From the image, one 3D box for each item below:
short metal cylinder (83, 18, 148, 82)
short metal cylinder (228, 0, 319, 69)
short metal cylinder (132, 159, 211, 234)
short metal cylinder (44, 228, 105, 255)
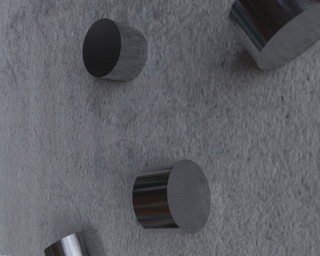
[{"bbox_3d":[-0.064,-0.109,0.439,0.080,0.050,0.079,0,90,39],"label":"short metal cylinder"},{"bbox_3d":[0.109,-0.099,0.278,0.080,0.081,0.050,-42,65,32],"label":"short metal cylinder"},{"bbox_3d":[0.015,0.079,0.355,0.050,0.081,0.080,-16,80,39],"label":"short metal cylinder"},{"bbox_3d":[-0.129,0.196,0.473,0.080,0.081,0.050,-42,65,32],"label":"short metal cylinder"}]
